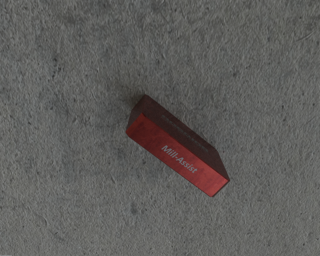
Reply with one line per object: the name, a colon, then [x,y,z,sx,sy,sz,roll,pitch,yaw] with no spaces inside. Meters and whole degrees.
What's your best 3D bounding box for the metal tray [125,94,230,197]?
metal tray: [0.022,0.019,0.384,0.130,0.090,0.030,38,106,-13]
